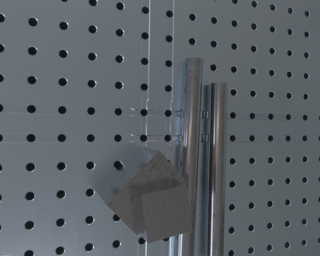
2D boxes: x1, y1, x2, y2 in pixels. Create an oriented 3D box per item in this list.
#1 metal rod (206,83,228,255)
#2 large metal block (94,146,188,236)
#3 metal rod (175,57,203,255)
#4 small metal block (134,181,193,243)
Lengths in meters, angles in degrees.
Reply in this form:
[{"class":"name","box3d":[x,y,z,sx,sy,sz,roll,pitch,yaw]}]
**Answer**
[{"class":"metal rod","box3d":[0.081,0.086,0.442,0.025,0.025,0.298,2,90,-20]},{"class":"large metal block","box3d":[-0.026,0.070,0.374,0.080,0.080,0.050,-44,104,-15]},{"class":"metal rod","box3d":[0.040,0.054,0.427,0.025,0.025,0.298,3,89,-20]},{"class":"small metal block","box3d":[0.004,0.088,0.329,0.050,0.025,0.050,-8,93,-20]}]
